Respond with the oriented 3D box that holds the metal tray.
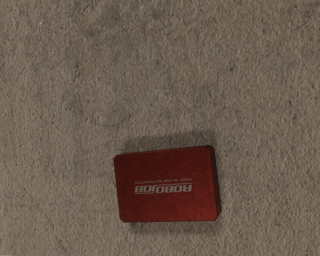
[{"bbox_3d":[0.008,0.073,0.403,0.130,0.030,0.089,-7,88,19],"label":"metal tray"}]
